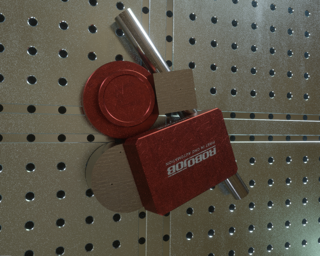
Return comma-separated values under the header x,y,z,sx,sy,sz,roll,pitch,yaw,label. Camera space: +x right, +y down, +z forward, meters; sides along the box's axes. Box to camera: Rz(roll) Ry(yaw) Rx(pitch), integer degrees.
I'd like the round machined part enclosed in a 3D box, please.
x,y,z,sx,sy,sz,roll,pitch,yaw,label
-0.044,-0.035,0.382,0.099,0.042,0.097,0,90,-19,round machined part

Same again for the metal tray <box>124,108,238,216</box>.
x,y,z,sx,sy,sz,roll,pitch,yaw,label
0.030,0.036,0.377,0.131,0.030,0.089,-21,98,-32,metal tray

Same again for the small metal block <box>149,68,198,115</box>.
x,y,z,sx,sy,sz,roll,pitch,yaw,label
0.016,-0.046,0.390,0.050,0.025,0.050,-10,96,-15,small metal block

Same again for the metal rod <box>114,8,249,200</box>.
x,y,z,sx,sy,sz,roll,pitch,yaw,label
0.036,-0.024,0.422,0.025,0.025,0.299,-38,102,-16,metal rod

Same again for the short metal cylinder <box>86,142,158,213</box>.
x,y,z,sx,sy,sz,roll,pitch,yaw,label
-0.047,0.057,0.378,0.081,0.050,0.079,0,90,-20,short metal cylinder
